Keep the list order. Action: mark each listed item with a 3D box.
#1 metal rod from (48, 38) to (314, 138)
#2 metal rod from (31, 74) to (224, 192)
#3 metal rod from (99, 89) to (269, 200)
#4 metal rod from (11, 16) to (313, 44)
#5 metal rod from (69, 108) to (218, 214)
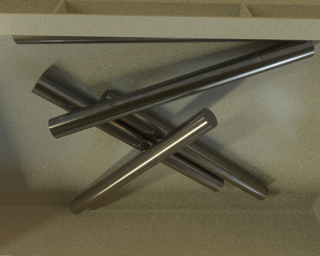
[{"bbox_3d":[0.018,-0.044,0.350,0.301,0.025,0.025,-17,129,6],"label":"metal rod"},{"bbox_3d":[-0.026,0.018,0.423,0.301,0.025,0.025,31,123,-24],"label":"metal rod"},{"bbox_3d":[0.049,0.034,0.438,0.301,0.025,0.025,31,123,-24],"label":"metal rod"},{"bbox_3d":[0.003,-0.101,0.322,0.302,0.025,0.025,-1,130,0],"label":"metal rod"},{"bbox_3d":[-0.042,0.060,0.432,0.025,0.025,0.299,34,130,-26],"label":"metal rod"}]
